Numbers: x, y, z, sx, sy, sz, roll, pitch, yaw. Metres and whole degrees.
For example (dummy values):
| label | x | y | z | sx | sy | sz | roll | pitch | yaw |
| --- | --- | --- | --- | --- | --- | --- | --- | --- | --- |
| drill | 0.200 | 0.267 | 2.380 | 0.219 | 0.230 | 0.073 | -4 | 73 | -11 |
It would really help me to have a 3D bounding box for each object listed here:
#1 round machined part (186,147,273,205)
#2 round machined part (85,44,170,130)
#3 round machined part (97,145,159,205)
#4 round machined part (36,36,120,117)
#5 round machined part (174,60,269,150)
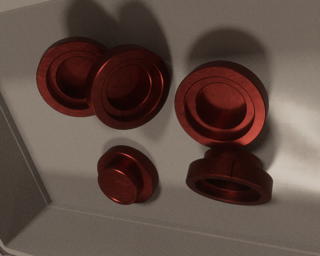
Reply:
| label | x | y | z | sx | sy | sz | roll | pitch | yaw |
| --- | --- | --- | --- | --- | --- | --- | --- | --- | --- |
| round machined part | 0.083 | 0.056 | 0.370 | 0.098 | 0.042 | 0.098 | 13 | 154 | 7 |
| round machined part | -0.040 | -0.050 | 0.363 | 0.042 | 0.099 | 0.097 | 42 | 140 | 47 |
| round machined part | -0.055 | 0.078 | 0.474 | 0.098 | 0.042 | 0.097 | 13 | 124 | 20 |
| round machined part | -0.100 | -0.066 | 0.388 | 0.099 | 0.042 | 0.097 | -7 | 122 | -11 |
| round machined part | 0.069 | -0.028 | 0.343 | 0.098 | 0.042 | 0.097 | 13 | 123 | 21 |
